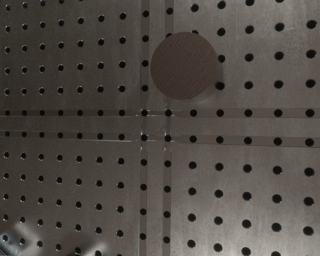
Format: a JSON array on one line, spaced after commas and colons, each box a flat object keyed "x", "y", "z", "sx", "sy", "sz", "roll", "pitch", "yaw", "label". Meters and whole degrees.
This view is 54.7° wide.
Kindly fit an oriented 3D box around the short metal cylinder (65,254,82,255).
[{"x": -0.135, "y": 0.231, "z": 0.445, "sx": 0.080, "sy": 0.050, "sz": 0.079, "roll": 0, "pitch": 90, "yaw": 19, "label": "short metal cylinder"}]

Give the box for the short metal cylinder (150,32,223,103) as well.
[{"x": 0.035, "y": -0.073, "z": 0.387, "sx": 0.080, "sy": 0.050, "sz": 0.079, "roll": 0, "pitch": 90, "yaw": 19, "label": "short metal cylinder"}]

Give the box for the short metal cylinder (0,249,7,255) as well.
[{"x": -0.284, "y": 0.220, "z": 0.481, "sx": 0.050, "sy": 0.080, "sz": 0.080, "roll": 35, "pitch": 101, "yaw": 16, "label": "short metal cylinder"}]
